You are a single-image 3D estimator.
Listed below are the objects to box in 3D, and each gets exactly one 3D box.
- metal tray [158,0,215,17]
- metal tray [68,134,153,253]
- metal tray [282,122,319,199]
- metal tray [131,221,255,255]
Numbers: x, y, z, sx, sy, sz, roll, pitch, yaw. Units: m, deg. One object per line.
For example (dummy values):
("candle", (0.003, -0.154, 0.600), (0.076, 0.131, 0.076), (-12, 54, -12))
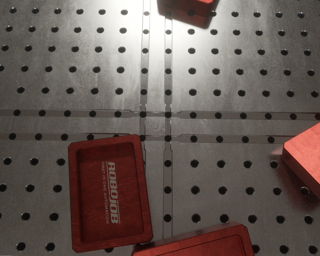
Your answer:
("metal tray", (0.058, -0.251, 0.501), (0.090, 0.030, 0.130), (20, 71, 6))
("metal tray", (-0.061, 0.078, 0.379), (0.091, 0.030, 0.129), (-7, 70, -3))
("metal tray", (0.232, 0.028, 0.381), (0.131, 0.030, 0.090), (-29, 53, -6))
("metal tray", (0.041, 0.164, 0.341), (0.131, 0.030, 0.090), (-13, 81, -5))
